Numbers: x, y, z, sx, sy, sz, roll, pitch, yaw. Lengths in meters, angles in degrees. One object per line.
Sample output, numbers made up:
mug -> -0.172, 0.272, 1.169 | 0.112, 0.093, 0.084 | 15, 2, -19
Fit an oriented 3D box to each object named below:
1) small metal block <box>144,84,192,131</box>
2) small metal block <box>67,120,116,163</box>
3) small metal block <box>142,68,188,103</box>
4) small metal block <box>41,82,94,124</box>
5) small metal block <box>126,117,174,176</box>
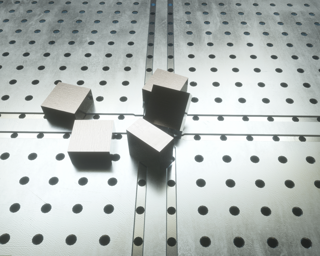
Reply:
small metal block -> 0.011, -0.026, 0.413 | 0.050, 0.025, 0.050 | 15, 91, 12
small metal block -> -0.085, 0.017, 0.393 | 0.050, 0.025, 0.050 | 0, 50, 0
small metal block -> 0.008, -0.057, 0.456 | 0.050, 0.025, 0.050 | 20, 53, 16
small metal block -> -0.129, -0.035, 0.437 | 0.050, 0.025, 0.050 | 13, 51, 11
small metal block -> -0.012, 0.022, 0.373 | 0.050, 0.050, 0.025 | 32, 57, 24
